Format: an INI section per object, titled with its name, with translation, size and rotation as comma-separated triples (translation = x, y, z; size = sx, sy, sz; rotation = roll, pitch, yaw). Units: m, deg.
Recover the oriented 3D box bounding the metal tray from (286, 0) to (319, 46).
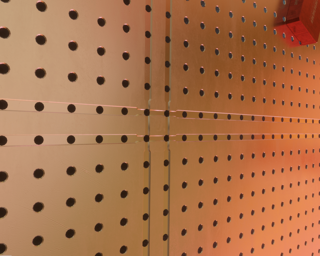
[metal tray]
translation = 0.321, -0.259, 0.674
size = 0.090, 0.030, 0.130
rotation = 30, 71, -36
